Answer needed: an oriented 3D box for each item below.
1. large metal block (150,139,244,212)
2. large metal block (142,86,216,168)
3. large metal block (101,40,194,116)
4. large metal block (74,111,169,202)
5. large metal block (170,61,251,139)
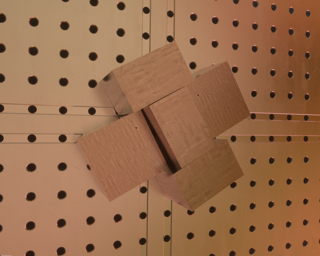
[{"bbox_3d":[0.044,0.055,0.399,0.080,0.080,0.050,-30,100,-18],"label":"large metal block"},{"bbox_3d":[0.013,-0.001,0.388,0.050,0.080,0.080,-30,100,-17],"label":"large metal block"},{"bbox_3d":[-0.019,-0.057,0.376,0.080,0.080,0.050,-30,100,-17],"label":"large metal block"},{"bbox_3d":[-0.049,0.031,0.382,0.080,0.050,0.080,-28,99,-18],"label":"large metal block"},{"bbox_3d":[0.063,-0.034,0.421,0.080,0.050,0.080,-30,102,-17],"label":"large metal block"}]
